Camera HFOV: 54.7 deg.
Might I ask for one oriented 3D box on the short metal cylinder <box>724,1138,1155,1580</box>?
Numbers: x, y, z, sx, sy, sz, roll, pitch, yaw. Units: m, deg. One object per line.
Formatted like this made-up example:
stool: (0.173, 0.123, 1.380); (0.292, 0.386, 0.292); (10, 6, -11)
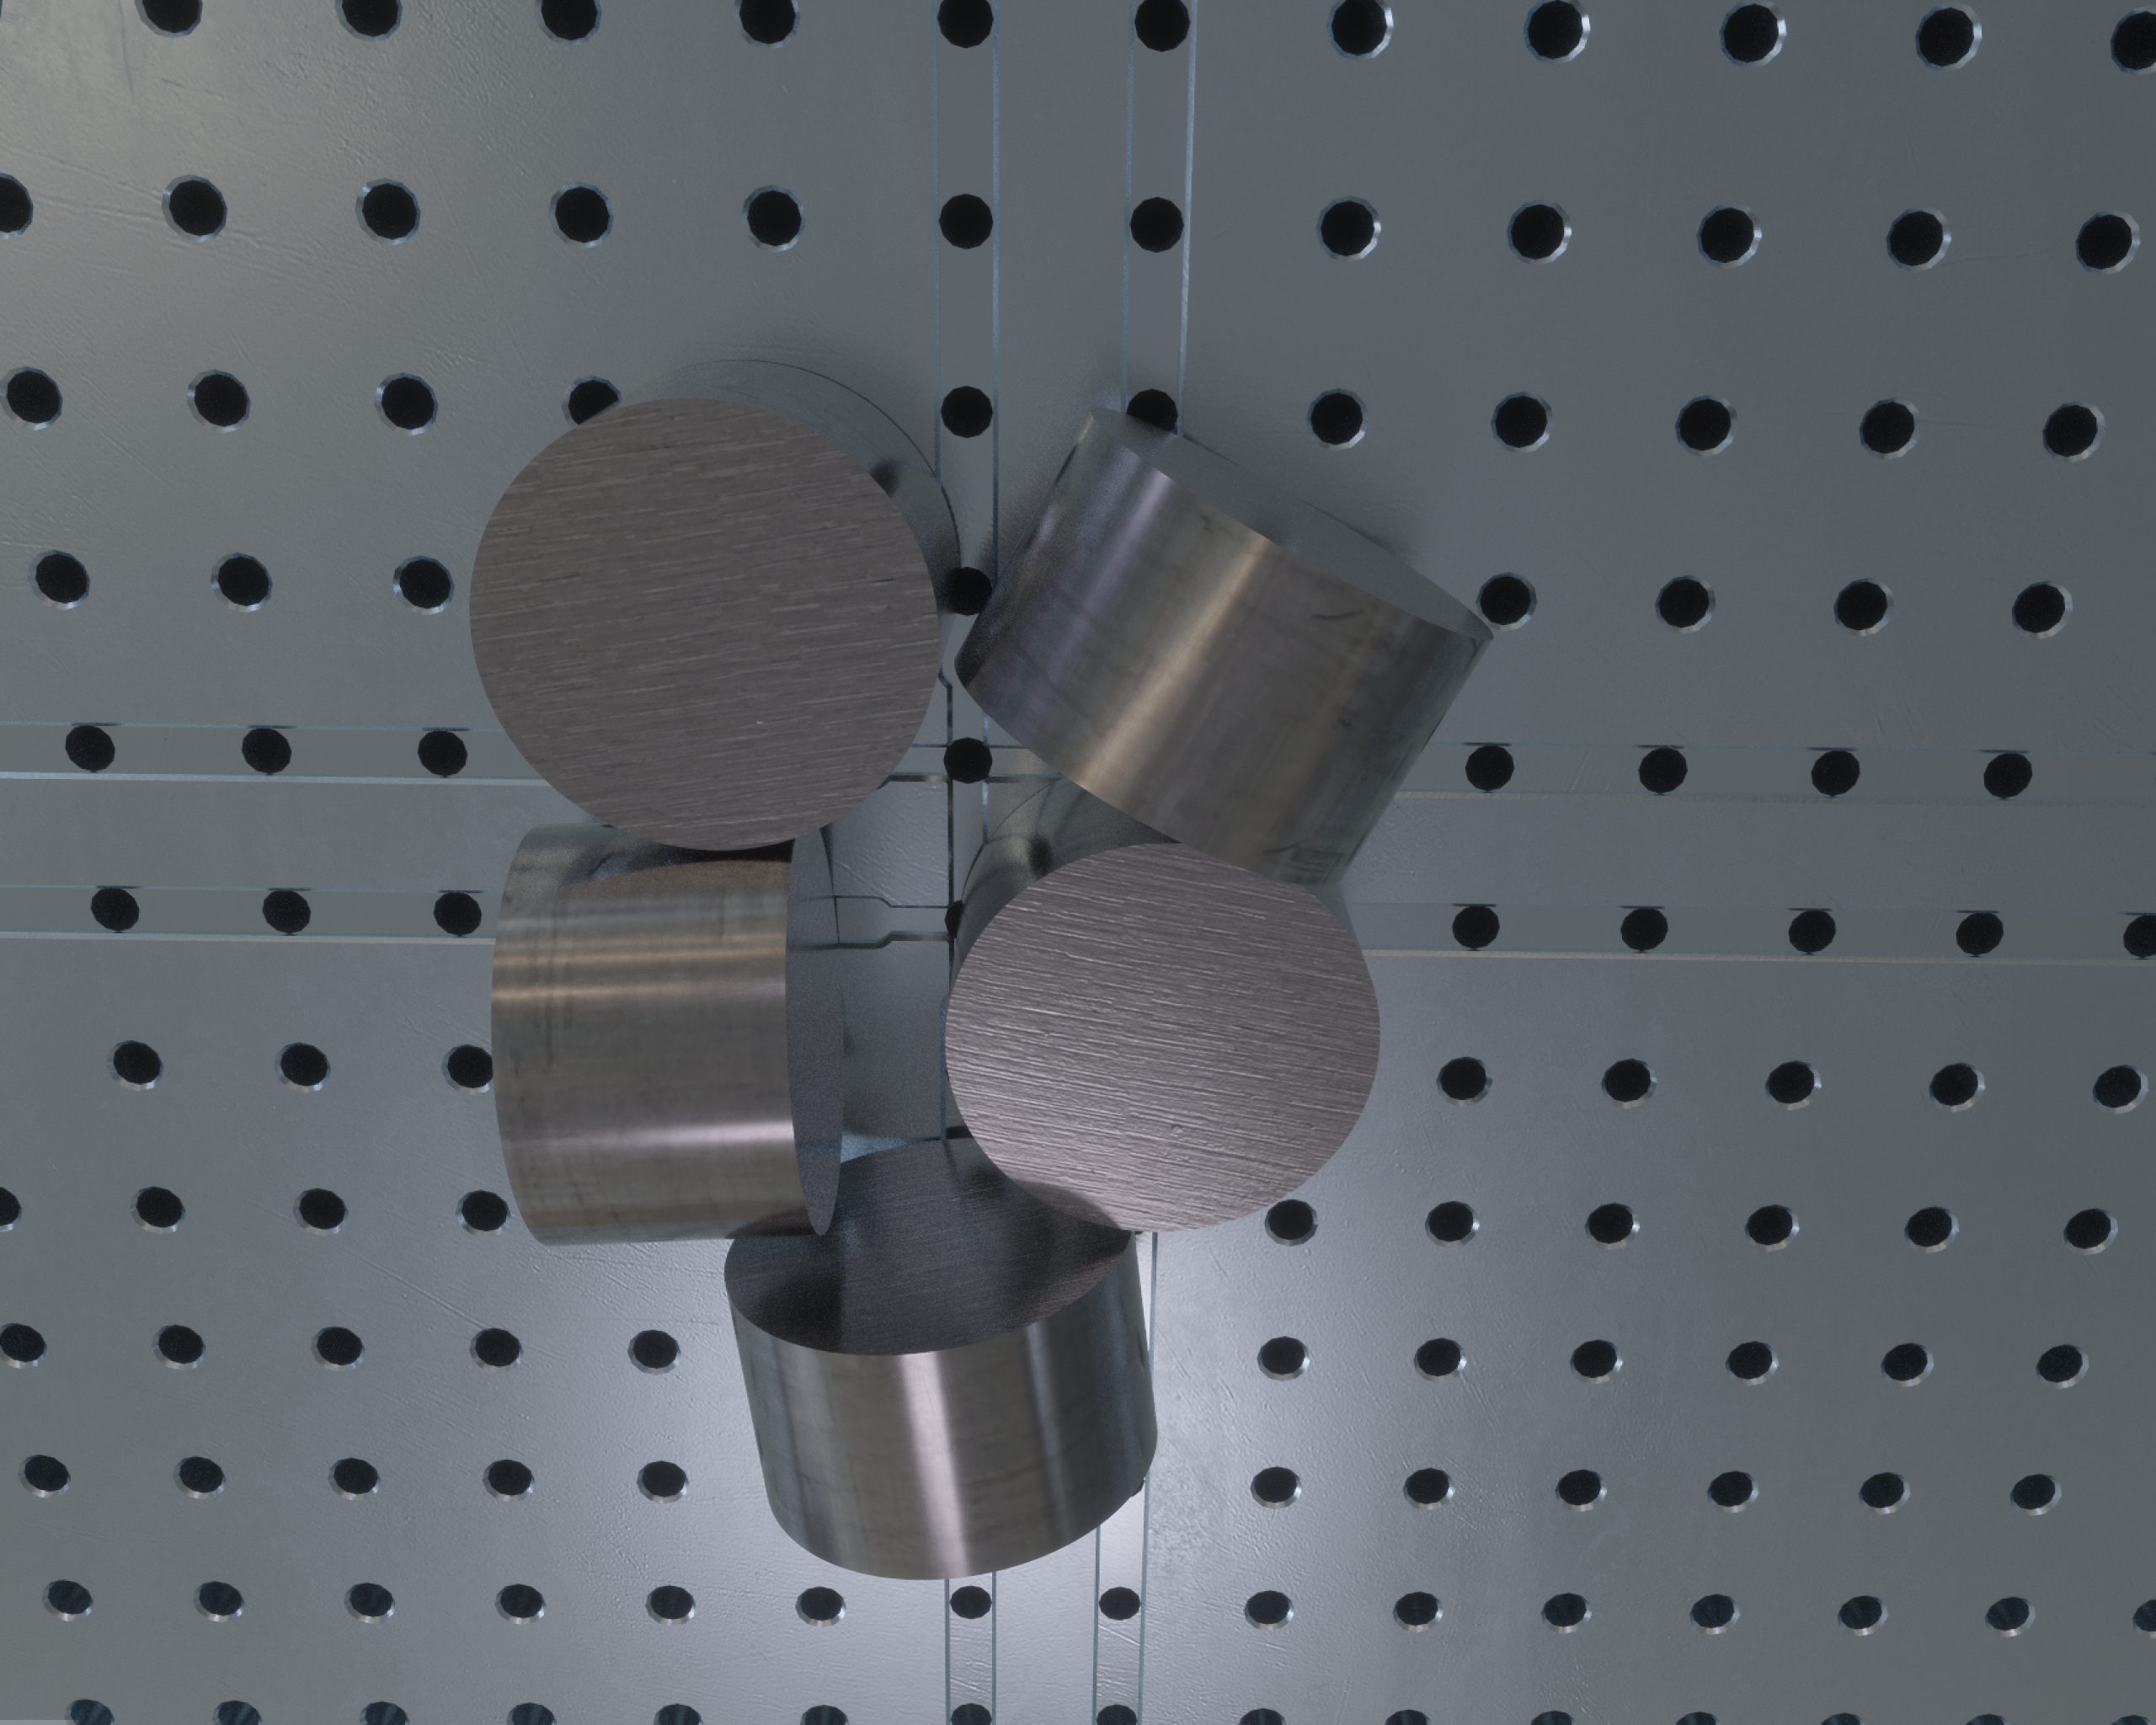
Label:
short metal cylinder: (-0.026, 0.097, 0.419); (0.080, 0.080, 0.050); (-6, 111, 2)

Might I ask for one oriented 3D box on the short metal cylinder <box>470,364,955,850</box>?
short metal cylinder: (-0.064, -0.048, 0.381); (0.080, 0.050, 0.079); (0, 110, 1)

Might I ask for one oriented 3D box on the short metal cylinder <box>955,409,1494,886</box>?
short metal cylinder: (0.025, -0.039, 0.370); (0.080, 0.080, 0.050); (27, 107, -10)

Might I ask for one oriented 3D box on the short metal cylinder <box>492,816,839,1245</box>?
short metal cylinder: (-0.075, 0.031, 0.396); (0.050, 0.080, 0.079); (-2, 110, 0)

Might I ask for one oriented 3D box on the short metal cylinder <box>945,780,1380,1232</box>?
short metal cylinder: (0.016, 0.025, 0.409); (0.081, 0.050, 0.079); (0, 111, -1)
